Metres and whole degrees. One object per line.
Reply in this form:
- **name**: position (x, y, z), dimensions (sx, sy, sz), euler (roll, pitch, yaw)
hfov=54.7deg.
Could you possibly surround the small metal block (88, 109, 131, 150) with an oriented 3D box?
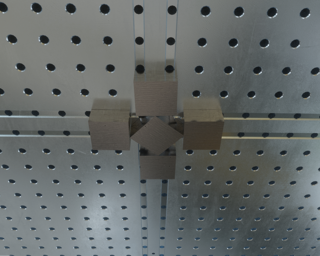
- **small metal block**: position (-0.065, 0.003, 0.413), dimensions (0.050, 0.025, 0.050), euler (1, 130, -2)

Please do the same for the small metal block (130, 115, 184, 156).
- **small metal block**: position (-0.004, 0.004, 0.414), dimensions (0.050, 0.025, 0.050), euler (35, 122, -26)

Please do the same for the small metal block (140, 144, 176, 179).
- **small metal block**: position (-0.003, 0.049, 0.453), dimensions (0.050, 0.025, 0.050), euler (0, 130, -1)

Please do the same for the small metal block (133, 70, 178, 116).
- **small metal block**: position (-0.005, -0.042, 0.376), dimensions (0.050, 0.025, 0.050), euler (-1, 130, 0)

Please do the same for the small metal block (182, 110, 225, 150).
- **small metal block**: position (0.056, 0.003, 0.415), dimensions (0.050, 0.025, 0.050), euler (0, 130, 0)
